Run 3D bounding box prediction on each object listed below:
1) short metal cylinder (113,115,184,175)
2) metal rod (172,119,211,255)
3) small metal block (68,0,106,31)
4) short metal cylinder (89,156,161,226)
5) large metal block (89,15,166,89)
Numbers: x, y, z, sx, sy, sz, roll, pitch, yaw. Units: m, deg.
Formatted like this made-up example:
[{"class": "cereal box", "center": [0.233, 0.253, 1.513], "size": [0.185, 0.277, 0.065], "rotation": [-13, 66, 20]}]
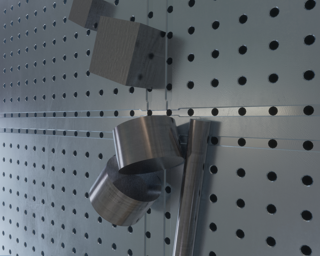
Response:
[{"class": "short metal cylinder", "center": [-0.015, 0.023, 0.382], "size": [0.080, 0.081, 0.050], "rotation": [-26, 67, 37]}, {"class": "metal rod", "center": [0.031, 0.138, 0.383], "size": [0.025, 0.025, 0.298], "rotation": [11, 97, 39]}, {"class": "small metal block", "center": [-0.120, -0.193, 0.509], "size": [0.050, 0.025, 0.050], "rotation": [35, 111, 34]}, {"class": "short metal cylinder", "center": [-0.046, 0.081, 0.411], "size": [0.080, 0.081, 0.050], "rotation": [50, 120, 28]}, {"class": "large metal block", "center": [-0.047, -0.105, 0.432], "size": [0.080, 0.050, 0.079], "rotation": [25, 105, 37]}]
